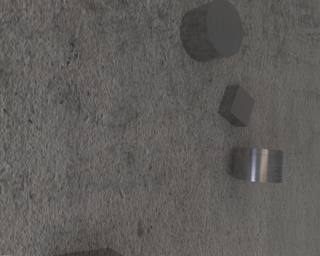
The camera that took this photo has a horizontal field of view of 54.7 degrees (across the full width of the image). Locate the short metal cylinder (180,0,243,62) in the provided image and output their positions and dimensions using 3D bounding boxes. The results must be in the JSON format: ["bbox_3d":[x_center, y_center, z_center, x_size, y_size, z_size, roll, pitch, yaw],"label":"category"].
[{"bbox_3d":[0.076,-0.140,0.451,0.081,0.050,0.080,0,90,-40],"label":"short metal cylinder"}]

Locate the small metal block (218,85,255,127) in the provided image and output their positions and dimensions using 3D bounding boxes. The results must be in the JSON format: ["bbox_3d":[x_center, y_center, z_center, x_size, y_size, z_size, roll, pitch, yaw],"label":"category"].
[{"bbox_3d":[0.127,-0.036,0.511,0.050,0.025,0.050,35,69,-35],"label":"small metal block"}]

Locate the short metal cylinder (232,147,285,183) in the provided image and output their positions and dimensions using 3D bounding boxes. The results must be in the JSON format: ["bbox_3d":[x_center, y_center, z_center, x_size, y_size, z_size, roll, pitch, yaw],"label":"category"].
[{"bbox_3d":[0.159,0.059,0.502,0.081,0.080,0.050,7,86,-40],"label":"short metal cylinder"}]

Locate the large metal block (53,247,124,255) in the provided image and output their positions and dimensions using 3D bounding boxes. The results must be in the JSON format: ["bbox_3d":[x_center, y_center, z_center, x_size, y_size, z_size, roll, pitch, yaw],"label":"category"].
[{"bbox_3d":[-0.079,0.178,0.323,0.081,0.050,0.080,9,84,-40],"label":"large metal block"}]
